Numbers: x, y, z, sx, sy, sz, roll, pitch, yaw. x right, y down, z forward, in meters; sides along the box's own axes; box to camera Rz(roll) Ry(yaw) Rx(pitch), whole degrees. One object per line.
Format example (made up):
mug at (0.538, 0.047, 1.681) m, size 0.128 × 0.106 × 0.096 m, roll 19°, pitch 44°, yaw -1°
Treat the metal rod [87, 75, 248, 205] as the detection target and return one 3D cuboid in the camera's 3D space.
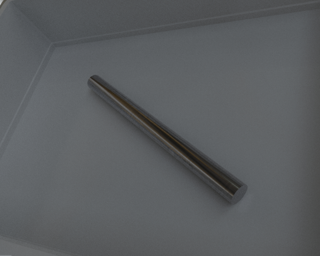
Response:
metal rod at (-0.012, -0.003, 0.410) m, size 0.025 × 0.025 × 0.300 m, roll -48°, pitch 52°, yaw -6°
